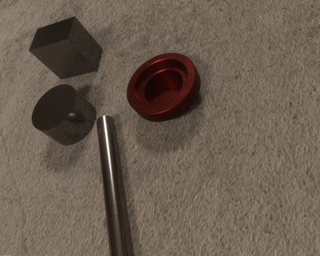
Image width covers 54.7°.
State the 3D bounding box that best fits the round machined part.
[{"bbox_3d":[0.008,-0.050,0.418,0.098,0.042,0.098,-13,56,20],"label":"round machined part"}]

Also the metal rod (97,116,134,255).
[{"bbox_3d":[-0.050,0.108,0.362,0.025,0.025,0.299,-24,53,13],"label":"metal rod"}]

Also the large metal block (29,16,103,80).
[{"bbox_3d":[-0.159,-0.134,0.532,0.080,0.080,0.050,-8,59,24],"label":"large metal block"}]

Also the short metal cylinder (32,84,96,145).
[{"bbox_3d":[-0.146,-0.020,0.474,0.080,0.050,0.080,-13,56,20],"label":"short metal cylinder"}]
